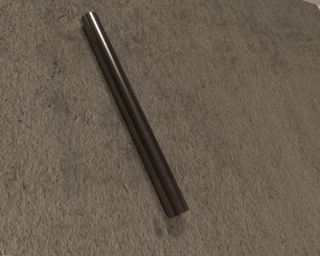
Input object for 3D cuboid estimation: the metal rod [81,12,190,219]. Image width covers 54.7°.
[{"bbox_3d":[-0.039,-0.029,0.401,0.025,0.025,0.299,-14,69,-34],"label":"metal rod"}]
